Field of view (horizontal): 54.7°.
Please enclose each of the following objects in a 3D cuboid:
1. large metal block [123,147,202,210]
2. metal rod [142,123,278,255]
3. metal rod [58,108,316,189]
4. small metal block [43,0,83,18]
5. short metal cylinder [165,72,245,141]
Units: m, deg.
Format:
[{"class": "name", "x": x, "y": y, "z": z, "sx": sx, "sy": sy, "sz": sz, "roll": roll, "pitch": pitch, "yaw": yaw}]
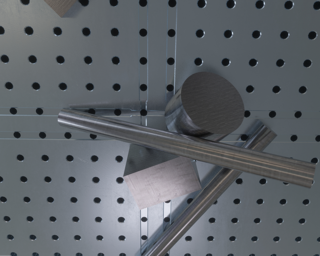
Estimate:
[{"class": "large metal block", "x": 0.003, "y": 0.051, "z": 0.403, "sx": 0.080, "sy": 0.080, "sz": 0.050, "roll": -20, "pitch": 109, "yaw": 7}, {"class": "metal rod", "x": 0.058, "y": 0.114, "z": 0.455, "sx": 0.025, "sy": 0.025, "sz": 0.299, "roll": 35, "pitch": 106, "yaw": -12}, {"class": "metal rod", "x": 0.010, "y": 0.016, "z": 0.352, "sx": 0.301, "sy": 0.025, "sz": 0.025, "roll": 12, "pitch": 112, "yaw": 22}, {"class": "small metal block", "x": -0.112, "y": -0.163, "z": 0.352, "sx": 0.050, "sy": 0.025, "sz": 0.050, "roll": -42, "pitch": 105, "yaw": 13}, {"class": "short metal cylinder", "x": 0.052, "y": -0.020, "z": 0.370, "sx": 0.080, "sy": 0.080, "sz": 0.050, "roll": 25, "pitch": 149, "yaw": -9}]
